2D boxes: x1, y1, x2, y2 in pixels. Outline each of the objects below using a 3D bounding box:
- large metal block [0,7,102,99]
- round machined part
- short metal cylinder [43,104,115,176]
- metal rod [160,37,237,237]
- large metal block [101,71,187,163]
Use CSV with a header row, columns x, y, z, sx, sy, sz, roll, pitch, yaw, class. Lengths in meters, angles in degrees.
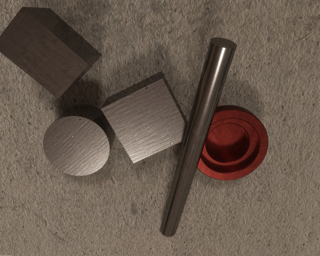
x,y,z,sx,sy,sz,roll,pitch,yaw,class
-0.119,-0.086,0.347,0.080,0.080,0.050,41,105,-14,large metal block
0.087,0.016,0.408,0.099,0.042,0.097,0,110,-1,round machined part
-0.102,0.015,0.400,0.081,0.050,0.079,0,110,-1,short metal cylinder
0.036,0.037,0.378,0.025,0.025,0.298,9,127,-4,metal rod
-0.015,-0.015,0.391,0.080,0.050,0.080,-25,108,8,large metal block
